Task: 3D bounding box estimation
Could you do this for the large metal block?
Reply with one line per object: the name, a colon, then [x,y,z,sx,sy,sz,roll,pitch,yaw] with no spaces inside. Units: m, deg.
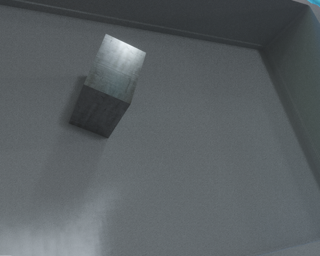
large metal block: [-0.062,-0.047,0.365,0.050,0.080,0.080,23,53,-15]
